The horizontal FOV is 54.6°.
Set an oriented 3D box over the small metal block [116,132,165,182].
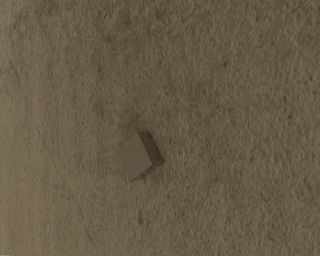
[{"bbox_3d":[-0.028,0.039,0.429,0.050,0.025,0.050,-40,66,32],"label":"small metal block"}]
